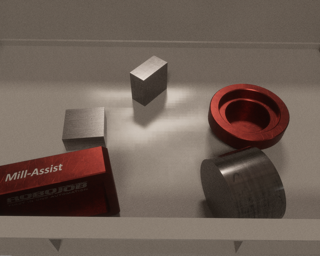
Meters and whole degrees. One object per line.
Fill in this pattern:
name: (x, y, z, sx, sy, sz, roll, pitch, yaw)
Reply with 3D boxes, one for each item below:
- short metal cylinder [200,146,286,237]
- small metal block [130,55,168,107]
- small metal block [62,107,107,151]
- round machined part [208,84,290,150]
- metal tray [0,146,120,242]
short metal cylinder: (0.082, 0.063, 0.317, 0.050, 0.080, 0.080, -15, 52, -13)
small metal block: (-0.015, -0.068, 0.445, 0.025, 0.050, 0.050, 33, 57, 24)
small metal block: (-0.097, 0.001, 0.403, 0.050, 0.025, 0.050, -4, 50, -4)
round machined part: (0.112, -0.010, 0.404, 0.099, 0.042, 0.098, 0, 50, 0)
metal tray: (-0.110, 0.067, 0.304, 0.131, 0.089, 0.030, -11, 51, -10)
